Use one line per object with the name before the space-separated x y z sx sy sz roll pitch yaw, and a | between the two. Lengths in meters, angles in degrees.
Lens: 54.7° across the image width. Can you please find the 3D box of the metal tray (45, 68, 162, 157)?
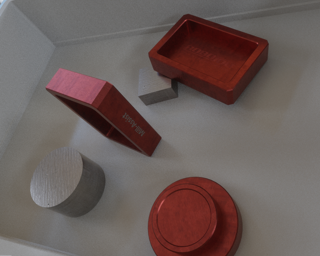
metal tray | -0.064 -0.016 0.380 0.090 0.130 0.030 20 73 35

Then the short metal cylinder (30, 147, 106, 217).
short metal cylinder | -0.120 0.071 0.407 0.080 0.050 0.080 -13 56 20

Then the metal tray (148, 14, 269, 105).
metal tray | 0.062 -0.095 0.407 0.130 0.030 0.090 30 71 28

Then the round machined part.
round machined part | 0.031 0.096 0.319 0.098 0.042 0.098 -13 56 20

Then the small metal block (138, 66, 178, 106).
small metal block | -0.002 -0.065 0.445 0.050 0.025 0.050 -13 56 21
